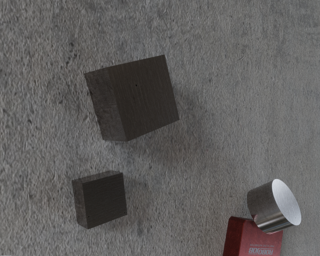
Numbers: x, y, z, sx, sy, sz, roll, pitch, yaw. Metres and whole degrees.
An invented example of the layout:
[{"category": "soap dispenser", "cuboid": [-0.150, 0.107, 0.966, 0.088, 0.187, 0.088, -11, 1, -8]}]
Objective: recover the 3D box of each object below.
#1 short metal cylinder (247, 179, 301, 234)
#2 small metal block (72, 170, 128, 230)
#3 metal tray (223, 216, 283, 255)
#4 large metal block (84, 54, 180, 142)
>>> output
[{"category": "short metal cylinder", "cuboid": [0.195, 0.134, 0.531, 0.080, 0.050, 0.080, 30, 42, -30]}, {"category": "small metal block", "cuboid": [-0.067, 0.079, 0.349, 0.050, 0.025, 0.050, -10, 97, -40]}, {"category": "metal tray", "cuboid": [0.164, 0.207, 0.540, 0.131, 0.030, 0.090, 20, 78, -38]}, {"category": "large metal block", "cuboid": [-0.031, -0.036, 0.363, 0.081, 0.050, 0.080, -23, 105, -38]}]
